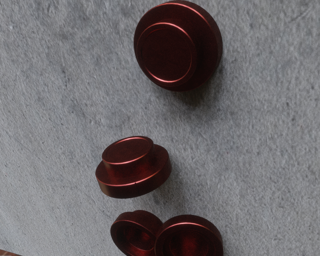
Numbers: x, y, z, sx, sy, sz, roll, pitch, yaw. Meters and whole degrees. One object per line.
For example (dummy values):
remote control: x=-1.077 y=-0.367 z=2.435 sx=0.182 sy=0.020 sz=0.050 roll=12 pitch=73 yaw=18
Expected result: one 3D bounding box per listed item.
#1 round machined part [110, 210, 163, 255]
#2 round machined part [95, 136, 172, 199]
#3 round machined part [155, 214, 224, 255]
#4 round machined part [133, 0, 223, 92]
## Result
round machined part: x=-0.030 y=0.177 z=0.520 sx=0.098 sy=0.042 sz=0.097 roll=13 pitch=124 yaw=20
round machined part: x=-0.037 y=0.044 z=0.405 sx=0.098 sy=0.098 sz=0.042 roll=0 pitch=118 yaw=28
round machined part: x=0.044 y=0.170 z=0.464 sx=0.099 sy=0.042 sz=0.097 roll=2 pitch=109 yaw=6
round machined part: x=0.014 y=-0.084 z=0.336 sx=0.098 sy=0.042 sz=0.097 roll=13 pitch=124 yaw=20
